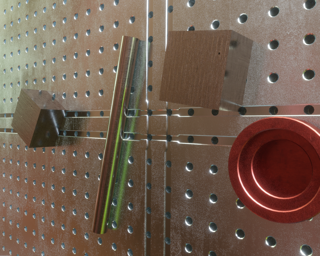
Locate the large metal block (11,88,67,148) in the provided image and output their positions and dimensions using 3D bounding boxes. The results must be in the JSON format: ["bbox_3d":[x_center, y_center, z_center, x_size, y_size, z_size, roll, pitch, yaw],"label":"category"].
[{"bbox_3d":[-0.229,-0.019,0.583,0.080,0.050,0.079,38,113,33],"label":"large metal block"}]

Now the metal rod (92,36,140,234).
[{"bbox_3d":[-0.068,0.016,0.465,0.025,0.025,0.298,17,101,38],"label":"metal rod"}]

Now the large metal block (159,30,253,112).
[{"bbox_3d":[0.051,-0.064,0.351,0.080,0.050,0.079,13,99,39],"label":"large metal block"}]

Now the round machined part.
[{"bbox_3d":[0.120,0.038,0.299,0.098,0.042,0.097,0,90,40],"label":"round machined part"}]
